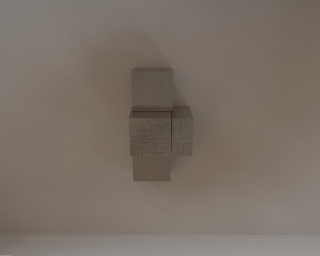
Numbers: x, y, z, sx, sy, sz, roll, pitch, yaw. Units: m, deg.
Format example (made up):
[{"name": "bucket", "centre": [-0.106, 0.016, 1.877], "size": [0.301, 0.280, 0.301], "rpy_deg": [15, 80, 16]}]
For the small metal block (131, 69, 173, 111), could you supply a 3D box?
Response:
[{"name": "small metal block", "centre": [-0.009, -0.048, 0.391], "size": [0.050, 0.025, 0.050], "rpy_deg": [0, 110, 0]}]

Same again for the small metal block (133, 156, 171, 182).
[{"name": "small metal block", "centre": [-0.011, 0.045, 0.426], "size": [0.050, 0.025, 0.050], "rpy_deg": [0, 110, 0]}]

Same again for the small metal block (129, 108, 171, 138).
[{"name": "small metal block", "centre": [-0.012, -0.009, 0.393], "size": [0.050, 0.050, 0.025], "rpy_deg": [0, 110, 0]}]

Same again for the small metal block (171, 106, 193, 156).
[{"name": "small metal block", "centre": [0.027, 0.003, 0.397], "size": [0.025, 0.050, 0.050], "rpy_deg": [0, 110, 0]}]

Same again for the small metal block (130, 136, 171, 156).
[{"name": "small metal block", "centre": [-0.011, 0.014, 0.401], "size": [0.050, 0.050, 0.025], "rpy_deg": [0, 110, 0]}]
